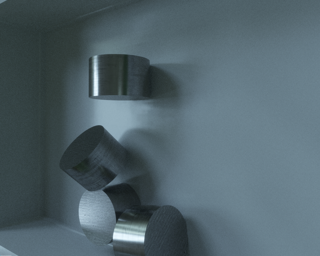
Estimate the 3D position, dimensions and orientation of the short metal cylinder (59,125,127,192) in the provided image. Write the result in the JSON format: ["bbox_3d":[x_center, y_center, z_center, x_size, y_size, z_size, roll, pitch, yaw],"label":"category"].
[{"bbox_3d":[-0.094,0.042,0.438,0.080,0.050,0.080,-29,30,20],"label":"short metal cylinder"}]

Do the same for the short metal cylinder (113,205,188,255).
[{"bbox_3d":[-0.010,0.135,0.378,0.050,0.081,0.080,-11,83,39],"label":"short metal cylinder"}]

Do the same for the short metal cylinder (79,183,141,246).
[{"bbox_3d":[-0.072,0.122,0.448,0.080,0.050,0.079,0,90,39],"label":"short metal cylinder"}]

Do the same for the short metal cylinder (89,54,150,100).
[{"bbox_3d":[-0.054,-0.065,0.413,0.080,0.081,0.050,1,91,39],"label":"short metal cylinder"}]
